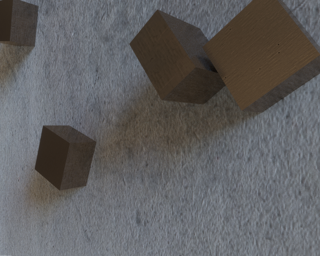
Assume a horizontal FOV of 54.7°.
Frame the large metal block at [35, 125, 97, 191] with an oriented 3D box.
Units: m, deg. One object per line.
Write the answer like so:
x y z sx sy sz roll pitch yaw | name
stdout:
-0.159 0.047 0.517 0.080 0.050 0.079 25 106 37 | large metal block

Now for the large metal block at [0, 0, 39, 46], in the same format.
-0.294 -0.211 0.627 0.080 0.050 0.079 13 98 39 | large metal block

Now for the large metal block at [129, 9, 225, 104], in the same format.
0.025 -0.075 0.347 0.050 0.081 0.080 -43 65 31 | large metal block

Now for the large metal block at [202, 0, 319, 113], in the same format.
0.102 -0.071 0.303 0.080 0.050 0.080 -40 66 32 | large metal block
